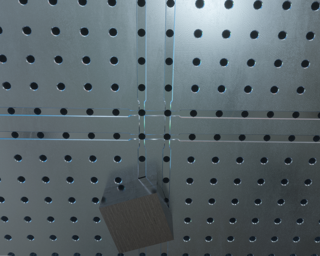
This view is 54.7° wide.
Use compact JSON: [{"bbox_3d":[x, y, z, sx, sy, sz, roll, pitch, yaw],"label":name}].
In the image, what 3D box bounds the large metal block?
[{"bbox_3d":[-0.031,0.123,0.445,0.080,0.050,0.080,-16,110,5],"label":"large metal block"}]
